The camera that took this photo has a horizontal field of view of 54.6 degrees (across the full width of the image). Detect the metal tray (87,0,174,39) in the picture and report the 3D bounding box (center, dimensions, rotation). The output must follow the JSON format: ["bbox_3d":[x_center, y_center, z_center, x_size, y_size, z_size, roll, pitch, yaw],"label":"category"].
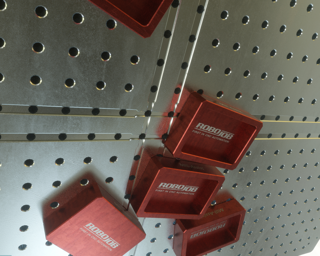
[{"bbox_3d":[-0.015,-0.166,0.296,0.090,0.030,0.130,26,104,-37],"label":"metal tray"}]

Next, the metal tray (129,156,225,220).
[{"bbox_3d":[0.029,0.097,0.482,0.131,0.030,0.090,14,111,-34],"label":"metal tray"}]

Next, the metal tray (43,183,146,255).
[{"bbox_3d":[-0.090,0.148,0.450,0.090,0.030,0.130,-37,129,-3],"label":"metal tray"}]

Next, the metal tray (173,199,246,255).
[{"bbox_3d":[0.091,0.190,0.573,0.131,0.030,0.089,-12,124,-22],"label":"metal tray"}]

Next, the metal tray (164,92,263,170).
[{"bbox_3d":[0.081,0.009,0.456,0.131,0.030,0.090,16,110,-35],"label":"metal tray"}]
